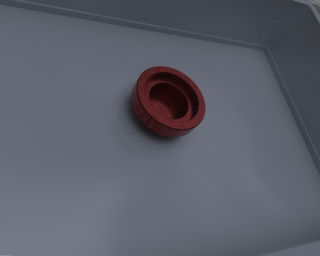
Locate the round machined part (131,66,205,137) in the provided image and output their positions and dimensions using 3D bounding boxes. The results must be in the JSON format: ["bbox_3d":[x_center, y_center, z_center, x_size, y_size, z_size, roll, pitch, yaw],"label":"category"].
[{"bbox_3d":[0.008,-0.031,0.413,0.099,0.042,0.098,13,56,-21],"label":"round machined part"}]
